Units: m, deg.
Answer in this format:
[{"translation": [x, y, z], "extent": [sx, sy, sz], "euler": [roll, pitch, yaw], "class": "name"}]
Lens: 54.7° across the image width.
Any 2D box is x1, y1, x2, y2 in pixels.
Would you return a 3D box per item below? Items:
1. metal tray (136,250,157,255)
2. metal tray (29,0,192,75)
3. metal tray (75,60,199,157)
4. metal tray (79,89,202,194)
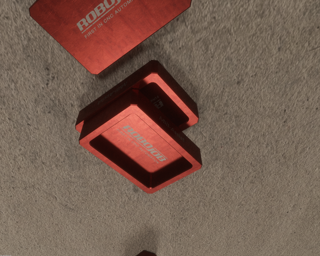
[{"translation": [-0.045, 0.324, 0.614], "extent": [0.030, 0.130, 0.090], "euler": [29, 124, -23], "class": "metal tray"}, {"translation": [-0.047, -0.122, 0.300], "extent": [0.130, 0.030, 0.090], "euler": [-30, 124, 23], "class": "metal tray"}, {"translation": [-0.029, -0.014, 0.391], "extent": [0.130, 0.030, 0.090], "euler": [-31, 124, 23], "class": "metal tray"}, {"translation": [-0.021, 0.023, 0.383], "extent": [0.090, 0.030, 0.130], "euler": [-32, 124, 24], "class": "metal tray"}]
